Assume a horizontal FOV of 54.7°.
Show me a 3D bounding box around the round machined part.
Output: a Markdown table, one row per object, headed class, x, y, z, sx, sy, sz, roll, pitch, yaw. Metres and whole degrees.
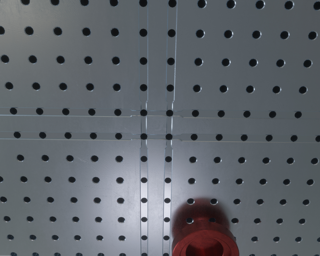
| class | x | y | z | sx | sy | sz | roll | pitch | yaw |
| --- | --- | --- | --- | --- | --- | --- | --- | --- | --- |
| round machined part | 0.067 | 0.182 | 0.472 | 0.099 | 0.042 | 0.097 | 0 | 110 | 0 |
